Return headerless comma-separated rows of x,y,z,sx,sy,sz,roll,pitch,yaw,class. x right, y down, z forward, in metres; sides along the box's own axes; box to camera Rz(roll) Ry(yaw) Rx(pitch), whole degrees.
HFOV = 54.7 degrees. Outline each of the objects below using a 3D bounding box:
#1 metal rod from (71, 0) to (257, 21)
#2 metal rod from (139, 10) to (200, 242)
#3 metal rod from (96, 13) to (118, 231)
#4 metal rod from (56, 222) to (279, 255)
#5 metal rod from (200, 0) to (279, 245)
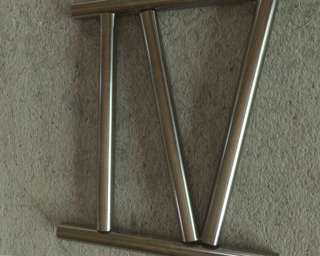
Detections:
0.020,-0.167,0.402,0.301,0.025,0.025,1,91,19,metal rod
0.012,-0.006,0.404,0.025,0.025,0.298,-12,86,19,metal rod
-0.074,-0.008,0.434,0.025,0.025,0.298,1,90,19,metal rod
-0.004,0.155,0.410,0.301,0.025,0.025,1,91,19,metal rod
0.095,-0.005,0.376,0.025,0.025,0.298,14,94,19,metal rod
